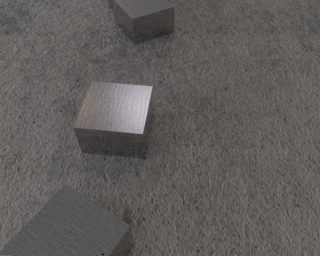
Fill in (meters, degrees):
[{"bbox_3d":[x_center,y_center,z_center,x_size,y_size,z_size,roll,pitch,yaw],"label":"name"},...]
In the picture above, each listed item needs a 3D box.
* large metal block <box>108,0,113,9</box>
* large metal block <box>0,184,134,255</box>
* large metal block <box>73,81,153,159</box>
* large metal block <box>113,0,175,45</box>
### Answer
[{"bbox_3d":[-0.053,-0.277,0.620,0.080,0.050,0.080,11,51,9],"label":"large metal block"},{"bbox_3d":[-0.082,0.114,0.291,0.080,0.050,0.080,26,55,20],"label":"large metal block"},{"bbox_3d":[-0.054,-0.011,0.396,0.080,0.050,0.080,5,50,4],"label":"large metal block"},{"bbox_3d":[-0.030,-0.203,0.557,0.081,0.050,0.080,-23,54,-19],"label":"large metal block"}]
